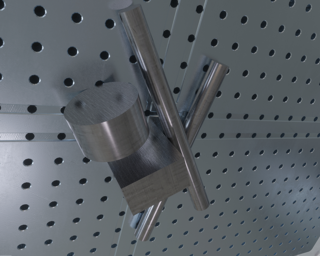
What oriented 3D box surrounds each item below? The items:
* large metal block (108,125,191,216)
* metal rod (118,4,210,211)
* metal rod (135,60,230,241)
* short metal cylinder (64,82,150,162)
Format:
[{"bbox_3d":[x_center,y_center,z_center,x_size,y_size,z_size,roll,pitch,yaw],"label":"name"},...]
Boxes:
[{"bbox_3d":[-0.019,0.051,0.397,0.080,0.080,0.050,-25,128,-13],"label":"large metal block"},{"bbox_3d":[0.016,-0.003,0.394,0.025,0.025,0.299,-28,121,-11],"label":"metal rod"},{"bbox_3d":[0.025,0.045,0.452,0.025,0.025,0.298,9,114,-33],"label":"metal rod"},{"bbox_3d":[-0.057,-0.009,0.340,0.080,0.080,0.050,-25,128,-13],"label":"short metal cylinder"}]
